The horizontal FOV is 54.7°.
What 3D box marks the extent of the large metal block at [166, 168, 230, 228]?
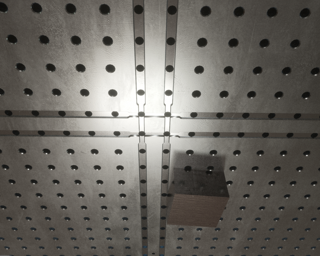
[{"bbox_3d":[0.056,0.112,0.491,0.081,0.050,0.079,5,130,-5],"label":"large metal block"}]
